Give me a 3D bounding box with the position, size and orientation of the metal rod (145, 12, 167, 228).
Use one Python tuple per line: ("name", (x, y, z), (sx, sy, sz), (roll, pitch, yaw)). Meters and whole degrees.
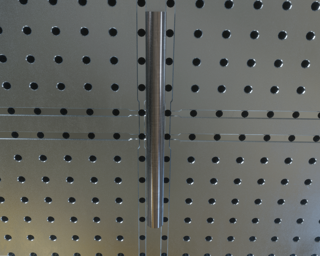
("metal rod", (-0.006, 0.003, 0.414), (0.025, 0.025, 0.298), (0, 110, -1))
